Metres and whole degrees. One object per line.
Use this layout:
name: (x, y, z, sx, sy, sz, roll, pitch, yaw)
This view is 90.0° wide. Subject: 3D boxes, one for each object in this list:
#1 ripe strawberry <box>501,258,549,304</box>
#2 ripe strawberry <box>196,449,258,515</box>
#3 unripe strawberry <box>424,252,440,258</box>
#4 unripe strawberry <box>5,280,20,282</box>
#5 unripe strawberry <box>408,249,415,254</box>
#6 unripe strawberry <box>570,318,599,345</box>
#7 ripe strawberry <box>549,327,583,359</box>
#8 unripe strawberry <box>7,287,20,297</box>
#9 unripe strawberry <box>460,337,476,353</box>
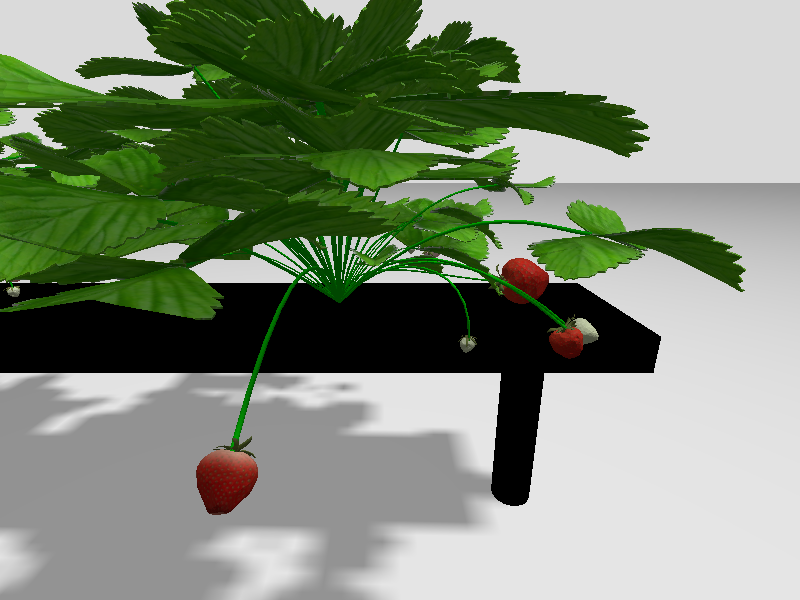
ripe strawberry: (0.116, -0.018, 0.370, 0.043, 0.042, 0.040, 0, 18, -2)
ripe strawberry: (-0.063, 0.066, 0.144, 0.021, 0.021, 0.018, 1, -37, 2)
unripe strawberry: (0.046, -0.069, 0.547, 0.027, 0.024, 0.025, 9, 10, 26)
unripe strawberry: (-0.422, -0.032, 0.438, 0.024, 0.023, 0.022, -15, 23, -40)
unripe strawberry: (0.015, -0.069, 0.545, 0.011, 0.012, 0.011, 7, 19, 19)
unripe strawberry: (0.127, 0.023, 0.277, 0.020, 0.019, 0.018, 15, 22, 24)
ripe strawberry: (0.108, 0.028, 0.257, 0.021, 0.020, 0.019, -19, 3, 39)
unripe strawberry: (-0.359, -0.007, 0.372, 0.010, 0.010, 0.009, -1, 18, -2)
unripe strawberry: (0.044, 0.029, 0.260, 0.011, 0.010, 0.010, -15, 24, -39)
